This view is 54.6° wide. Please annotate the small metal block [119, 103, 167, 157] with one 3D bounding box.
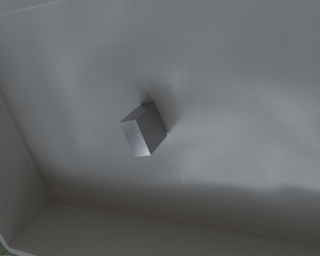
[{"bbox_3d":[-0.020,0.002,0.400,0.025,0.050,0.050,-9,113,32],"label":"small metal block"}]
